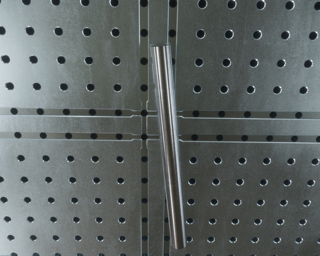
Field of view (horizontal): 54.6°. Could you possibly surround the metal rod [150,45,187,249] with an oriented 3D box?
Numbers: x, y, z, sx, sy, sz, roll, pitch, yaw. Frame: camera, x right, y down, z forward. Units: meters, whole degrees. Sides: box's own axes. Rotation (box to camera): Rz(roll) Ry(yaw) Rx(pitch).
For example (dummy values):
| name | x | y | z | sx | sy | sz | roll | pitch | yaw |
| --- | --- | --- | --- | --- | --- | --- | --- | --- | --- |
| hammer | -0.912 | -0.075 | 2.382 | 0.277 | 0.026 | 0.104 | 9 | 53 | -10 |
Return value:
| name | x | y | z | sx | sy | sz | roll | pitch | yaw |
| --- | --- | --- | --- | --- | --- | --- | --- | --- | --- |
| metal rod | 0.015 | 0.039 | 0.427 | 0.025 | 0.025 | 0.298 | -5 | 110 | 2 |
